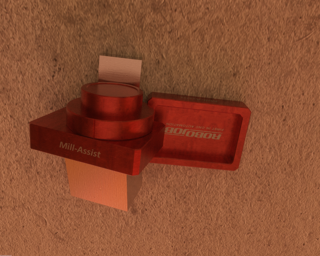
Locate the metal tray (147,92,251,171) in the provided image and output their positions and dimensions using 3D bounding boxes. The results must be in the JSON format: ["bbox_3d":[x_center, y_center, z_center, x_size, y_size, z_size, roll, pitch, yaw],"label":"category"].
[{"bbox_3d":[0.045,0.005,0.411,0.131,0.030,0.089,6,110,-3],"label":"metal tray"}]

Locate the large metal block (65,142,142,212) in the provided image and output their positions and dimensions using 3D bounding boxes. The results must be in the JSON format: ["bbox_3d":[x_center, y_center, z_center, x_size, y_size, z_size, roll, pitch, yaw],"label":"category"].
[{"bbox_3d":[-0.069,0.051,0.395,0.080,0.050,0.079,12,124,14],"label":"large metal block"}]

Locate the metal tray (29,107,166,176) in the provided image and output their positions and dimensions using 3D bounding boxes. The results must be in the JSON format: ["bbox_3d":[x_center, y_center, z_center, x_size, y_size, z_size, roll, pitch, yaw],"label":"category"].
[{"bbox_3d":[-0.069,0.008,0.360,0.131,0.090,0.030,13,111,14],"label":"metal tray"}]

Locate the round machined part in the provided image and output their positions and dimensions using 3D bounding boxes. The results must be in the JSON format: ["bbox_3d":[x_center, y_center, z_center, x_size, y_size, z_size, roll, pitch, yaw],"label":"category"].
[{"bbox_3d":[-0.055,-0.024,0.351,0.099,0.098,0.042,6,110,-3],"label":"round machined part"}]

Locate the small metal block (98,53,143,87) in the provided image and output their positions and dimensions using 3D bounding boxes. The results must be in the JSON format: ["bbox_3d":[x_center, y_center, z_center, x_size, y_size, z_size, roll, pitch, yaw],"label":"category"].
[{"bbox_3d":[-0.049,-0.064,0.387,0.050,0.025,0.050,6,110,-3],"label":"small metal block"}]
